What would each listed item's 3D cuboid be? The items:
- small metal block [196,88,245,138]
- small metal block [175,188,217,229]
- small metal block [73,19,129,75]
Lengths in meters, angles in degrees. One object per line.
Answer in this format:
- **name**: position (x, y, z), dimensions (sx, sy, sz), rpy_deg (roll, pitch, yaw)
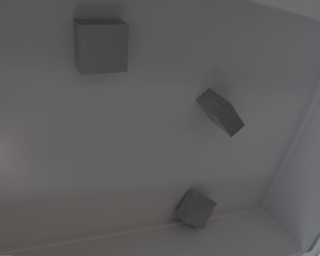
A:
- **small metal block**: position (0.082, -0.021, 0.424), dimensions (0.025, 0.050, 0.050), rpy_deg (-43, 129, 1)
- **small metal block**: position (0.061, 0.135, 0.518), dimensions (0.050, 0.025, 0.050), rpy_deg (31, 87, -38)
- **small metal block**: position (-0.061, -0.085, 0.323), dimensions (0.050, 0.025, 0.050), rpy_deg (-9, 122, -24)
